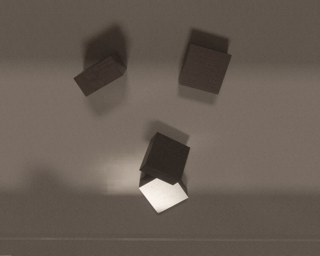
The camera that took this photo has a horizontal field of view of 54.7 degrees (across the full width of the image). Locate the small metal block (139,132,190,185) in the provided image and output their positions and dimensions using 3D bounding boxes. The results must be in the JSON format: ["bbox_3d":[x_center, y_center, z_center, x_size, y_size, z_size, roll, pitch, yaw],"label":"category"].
[{"bbox_3d":[0.007,0.041,0.411,0.050,0.050,0.025,26,148,-10],"label":"small metal block"}]

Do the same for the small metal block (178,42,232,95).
[{"bbox_3d":[0.054,-0.074,0.385,0.050,0.025,0.050,14,109,-6],"label":"small metal block"}]

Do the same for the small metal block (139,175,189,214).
[{"bbox_3d":[0.005,0.086,0.443,0.050,0.025,0.050,-31,108,10],"label":"small metal block"}]

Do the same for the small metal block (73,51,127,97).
[{"bbox_3d":[-0.070,-0.066,0.373,0.050,0.050,0.025,-28,108,9],"label":"small metal block"}]
